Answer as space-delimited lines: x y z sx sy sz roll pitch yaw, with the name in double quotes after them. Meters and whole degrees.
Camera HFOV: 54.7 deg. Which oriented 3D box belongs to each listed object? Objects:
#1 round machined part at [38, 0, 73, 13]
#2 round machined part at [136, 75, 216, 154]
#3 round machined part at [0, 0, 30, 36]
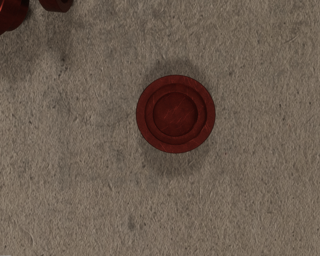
-0.137 -0.192 0.372 0.042 0.098 0.097 5 90 -1 "round machined part"
0.019 -0.017 0.402 0.099 0.042 0.097 0 90 -1 "round machined part"
-0.202 -0.160 0.385 0.098 0.042 0.097 -2 87 29 "round machined part"
